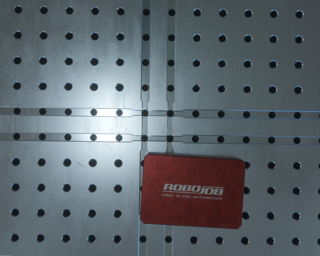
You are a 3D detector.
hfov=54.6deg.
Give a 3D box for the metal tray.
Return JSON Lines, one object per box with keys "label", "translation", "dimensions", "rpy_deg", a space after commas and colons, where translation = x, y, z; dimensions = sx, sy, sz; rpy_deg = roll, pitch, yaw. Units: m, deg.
{"label": "metal tray", "translation": [0.042, 0.082, 0.411], "dimensions": [0.131, 0.030, 0.090], "rpy_deg": [4, 90, 0]}
